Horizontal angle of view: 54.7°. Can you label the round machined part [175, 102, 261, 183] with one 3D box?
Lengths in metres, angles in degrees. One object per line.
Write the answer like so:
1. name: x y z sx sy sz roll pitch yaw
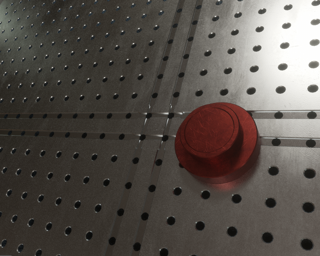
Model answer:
1. round machined part: 0.062 0.011 0.357 0.098 0.042 0.098 -13 56 20
